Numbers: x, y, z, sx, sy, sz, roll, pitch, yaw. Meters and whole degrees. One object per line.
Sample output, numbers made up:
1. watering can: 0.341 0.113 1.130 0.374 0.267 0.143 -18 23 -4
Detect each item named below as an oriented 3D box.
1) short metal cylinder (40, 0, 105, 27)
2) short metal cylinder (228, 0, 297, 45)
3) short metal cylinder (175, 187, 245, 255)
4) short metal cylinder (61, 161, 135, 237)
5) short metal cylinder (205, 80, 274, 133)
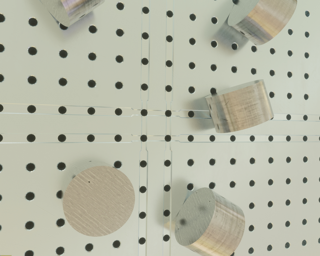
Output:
1. short metal cylinder: -0.107 -0.162 0.344 0.050 0.080 0.080 -42 103 -15
2. short metal cylinder: 0.142 -0.165 0.435 0.050 0.080 0.080 30 80 -18
3. short metal cylinder: 0.064 0.126 0.407 0.050 0.080 0.080 33 79 -17
4. short metal cylinder: -0.076 0.082 0.371 0.081 0.050 0.079 0 90 -20
5. short metal cylinder: 0.108 -0.030 0.423 0.081 0.080 0.050 -21 97 -19
